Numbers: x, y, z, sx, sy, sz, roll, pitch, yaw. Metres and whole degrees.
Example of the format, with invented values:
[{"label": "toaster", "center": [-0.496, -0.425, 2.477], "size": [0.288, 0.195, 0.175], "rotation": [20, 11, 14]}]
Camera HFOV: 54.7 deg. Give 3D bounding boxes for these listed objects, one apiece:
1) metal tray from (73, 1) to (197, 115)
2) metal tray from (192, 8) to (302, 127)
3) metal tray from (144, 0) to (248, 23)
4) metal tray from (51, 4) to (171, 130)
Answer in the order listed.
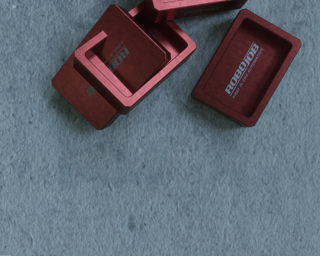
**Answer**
[{"label": "metal tray", "center": [-0.029, -0.090, 0.383], "size": [0.090, 0.030, 0.130], "rotation": [45, 67, 0]}, {"label": "metal tray", "center": [0.112, -0.077, 0.408], "size": [0.090, 0.030, 0.130], "rotation": [30, 90, -1]}, {"label": "metal tray", "center": [0.041, -0.190, 0.390], "size": [0.131, 0.030, 0.090], "rotation": [-14, 85, -13]}, {"label": "metal tray", "center": [-0.062, -0.072, 0.386], "size": [0.090, 0.030, 0.130], "rotation": [45, 108, 1]}]
